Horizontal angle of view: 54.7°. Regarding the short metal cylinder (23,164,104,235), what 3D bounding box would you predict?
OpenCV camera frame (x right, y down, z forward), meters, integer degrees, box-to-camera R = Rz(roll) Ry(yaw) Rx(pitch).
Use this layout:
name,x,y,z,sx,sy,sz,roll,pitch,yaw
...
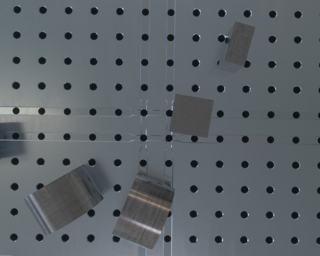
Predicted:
name,x,y,z,sx,sy,sz,roll,pitch,yaw
short metal cylinder,-0.118,0.087,0.385,0.080,0.080,0.050,-30,90,0

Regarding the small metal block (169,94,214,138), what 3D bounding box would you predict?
name,x,y,z,sx,sy,sz,roll,pitch,yaw
small metal block,0.041,-0.016,0.414,0.050,0.025,0.050,10,90,0

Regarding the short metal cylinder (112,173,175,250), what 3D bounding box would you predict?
name,x,y,z,sx,sy,sz,roll,pitch,yaw
short metal cylinder,-0.020,0.103,0.386,0.050,0.080,0.080,23,90,0

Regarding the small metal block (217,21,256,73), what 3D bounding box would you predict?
name,x,y,z,sx,sy,sz,roll,pitch,yaw
small metal block,0.097,-0.103,0.402,0.025,0.050,0.050,16,90,0
